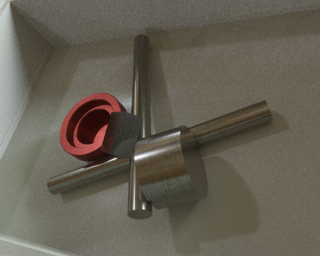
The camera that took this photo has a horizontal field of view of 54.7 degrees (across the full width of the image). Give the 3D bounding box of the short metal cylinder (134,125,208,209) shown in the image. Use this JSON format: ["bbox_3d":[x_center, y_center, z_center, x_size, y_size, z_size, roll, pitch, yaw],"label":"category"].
[{"bbox_3d":[0.014,0.042,0.334,0.050,0.080,0.080,-18,55,18],"label":"short metal cylinder"}]

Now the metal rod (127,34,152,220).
[{"bbox_3d":[-0.025,-0.027,0.409,0.025,0.025,0.300,-18,48,18],"label":"metal rod"}]

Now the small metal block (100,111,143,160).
[{"bbox_3d":[-0.047,0.008,0.369,0.050,0.025,0.050,2,76,66],"label":"small metal block"}]

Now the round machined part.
[{"bbox_3d":[-0.087,0.002,0.436,0.098,0.042,0.098,-13,56,20],"label":"round machined part"}]

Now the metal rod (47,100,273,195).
[{"bbox_3d":[-0.012,0.030,0.390,0.301,0.025,0.025,-20,54,15],"label":"metal rod"}]
